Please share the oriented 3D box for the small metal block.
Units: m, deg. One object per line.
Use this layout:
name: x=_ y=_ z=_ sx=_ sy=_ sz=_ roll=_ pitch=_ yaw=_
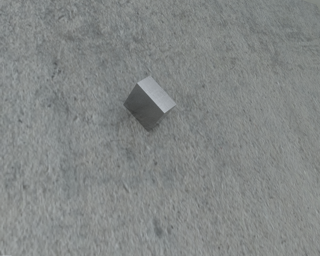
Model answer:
small metal block: x=-0.014 y=-0.030 z=0.400 sx=0.050 sy=0.050 sz=0.025 roll=48 pitch=51 yaw=5
